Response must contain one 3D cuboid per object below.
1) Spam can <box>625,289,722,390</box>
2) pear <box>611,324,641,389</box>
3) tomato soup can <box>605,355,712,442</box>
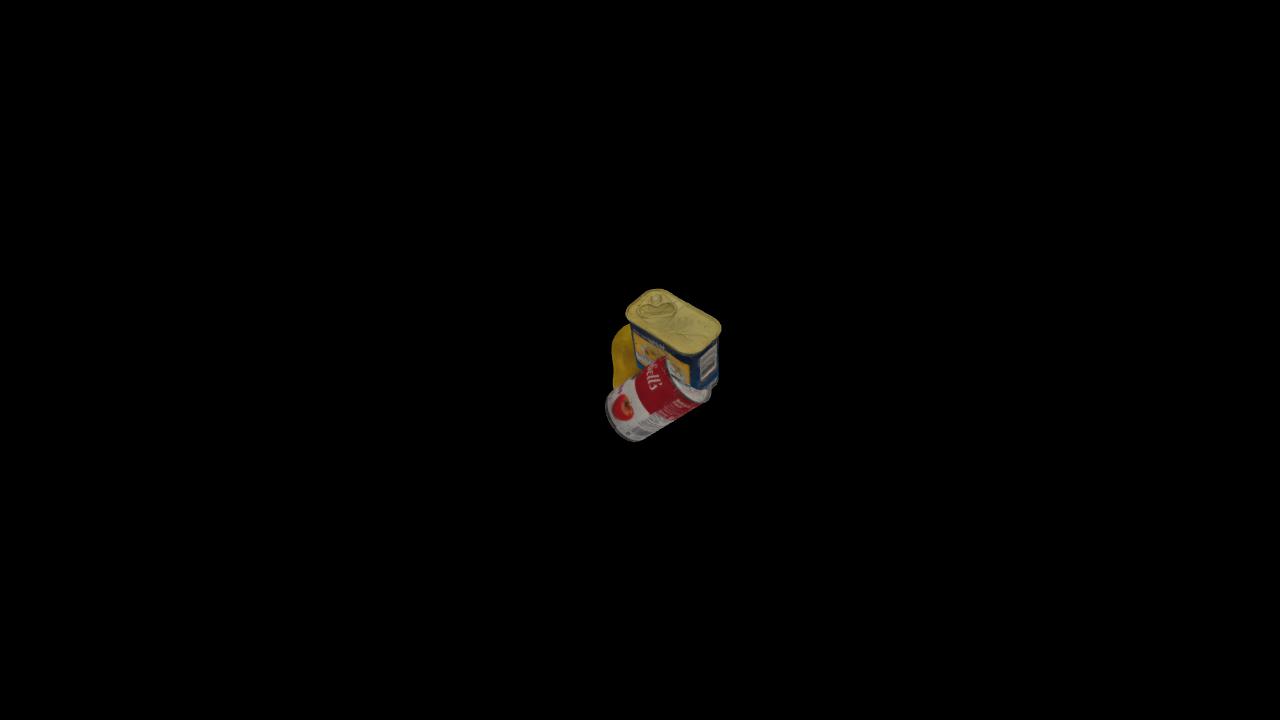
[{"bbox_3d":[0.037,-0.014,0.656,0.101,0.085,0.058,34,61,30],"label":"Spam can"},{"bbox_3d":[-0.009,0.009,0.761,0.080,0.111,0.080,21,-14,6],"label":"pear"},{"bbox_3d":[0.018,0.039,0.665,0.101,0.068,0.068,-36,-23,35],"label":"tomato soup can"}]
